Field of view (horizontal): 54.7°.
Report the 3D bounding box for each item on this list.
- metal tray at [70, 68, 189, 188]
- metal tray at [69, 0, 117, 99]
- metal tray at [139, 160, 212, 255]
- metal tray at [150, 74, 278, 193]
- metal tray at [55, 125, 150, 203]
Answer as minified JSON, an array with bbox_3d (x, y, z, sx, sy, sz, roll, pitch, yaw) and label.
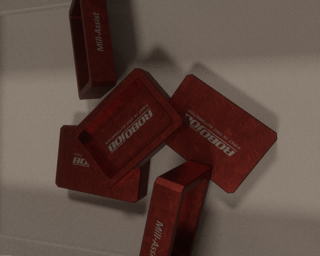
[{"bbox_3d":[-0.040,0.001,0.388,0.130,0.030,0.090,-42,77,14],"label":"metal tray"},{"bbox_3d":[-0.092,-0.109,0.408,0.030,0.090,0.129,-6,86,-25],"label":"metal tray"},{"bbox_3d":[0.017,0.108,0.344,0.030,0.090,0.129,17,103,25],"label":"metal tray"},{"bbox_3d":[0.064,0.005,0.385,0.130,0.030,0.090,38,102,15],"label":"metal tray"},{"bbox_3d":[-0.080,0.047,0.435,0.130,0.030,0.089,7,92,19],"label":"metal tray"}]
